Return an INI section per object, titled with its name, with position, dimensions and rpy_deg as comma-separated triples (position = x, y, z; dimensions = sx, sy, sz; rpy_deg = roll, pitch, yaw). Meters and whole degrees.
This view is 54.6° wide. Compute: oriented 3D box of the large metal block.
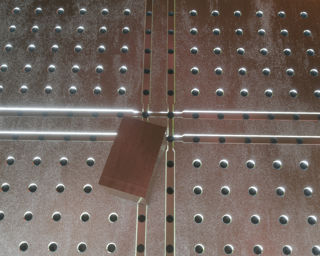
[large metal block]
position = -0.028, 0.042, 0.367
dimensions = 0.050, 0.080, 0.080
rpy_deg = 16, 71, 6
